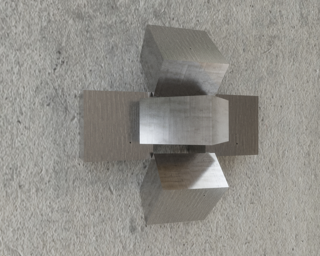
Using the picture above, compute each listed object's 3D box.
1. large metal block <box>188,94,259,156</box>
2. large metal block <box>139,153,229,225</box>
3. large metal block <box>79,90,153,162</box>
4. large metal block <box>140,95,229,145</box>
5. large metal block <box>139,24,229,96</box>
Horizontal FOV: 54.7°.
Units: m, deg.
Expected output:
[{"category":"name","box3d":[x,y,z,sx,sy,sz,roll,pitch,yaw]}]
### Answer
[{"category":"large metal block","box3d":[0.087,-0.004,0.427,0.081,0.050,0.079,0,90,-21]},{"category":"large metal block","box3d":[0.026,0.076,0.385,0.081,0.079,0.050,1,47,-19]},{"category":"large metal block","box3d":[-0.055,-0.003,0.377,0.081,0.050,0.079,-1,90,-21]},{"category":"large metal block","box3d":[0.031,-0.008,0.358,0.080,0.080,0.050,0,91,24]},{"category":"large metal block","box3d":[0.026,-0.083,0.385,0.081,0.080,0.050,0,134,-20]}]
